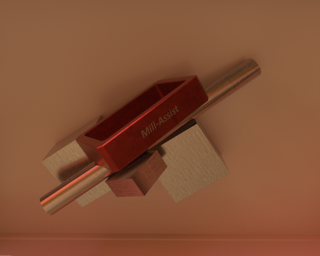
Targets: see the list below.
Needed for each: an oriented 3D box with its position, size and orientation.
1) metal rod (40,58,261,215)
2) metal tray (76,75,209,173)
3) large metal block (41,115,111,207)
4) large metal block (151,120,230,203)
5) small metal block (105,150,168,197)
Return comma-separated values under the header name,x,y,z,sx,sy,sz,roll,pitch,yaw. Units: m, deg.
name,x,y,z,sx,sy,sz,roll,pitch,yaw
metal rod,-0.007,0.007,0.373,0.301,0.025,0.025,-34,108,-5
metal tray,-0.021,-0.010,0.343,0.131,0.090,0.030,-38,110,-21
large metal block,-0.091,0.043,0.409,0.080,0.050,0.080,-32,107,10
large metal block,0.033,0.038,0.411,0.080,0.050,0.080,-32,107,10
small metal block,-0.028,0.054,0.364,0.050,0.050,0.025,-14,114,44
